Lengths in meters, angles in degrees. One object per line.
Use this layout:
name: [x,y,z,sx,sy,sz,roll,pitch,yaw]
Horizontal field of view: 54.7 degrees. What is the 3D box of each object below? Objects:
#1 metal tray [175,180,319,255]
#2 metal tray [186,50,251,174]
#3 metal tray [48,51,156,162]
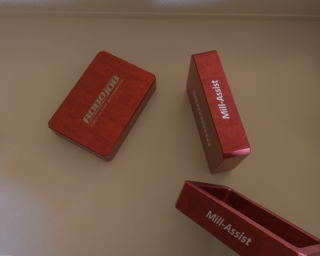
metal tray: [0.090,0.097,0.308,0.130,0.091,0.030,27,96,43]
metal tray: [0.066,-0.016,0.381,0.030,0.090,0.130,-12,71,-4]
metal tray: [-0.074,-0.032,0.418,0.090,0.030,0.130,27,72,9]
